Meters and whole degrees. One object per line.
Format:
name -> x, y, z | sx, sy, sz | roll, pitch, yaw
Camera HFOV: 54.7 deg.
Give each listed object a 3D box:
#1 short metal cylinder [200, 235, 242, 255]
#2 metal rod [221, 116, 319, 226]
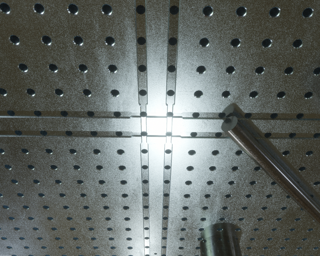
short metal cylinder -> 0.121, 0.256, 0.614 | 0.081, 0.050, 0.079 | 0, 130, 0
metal rod -> 0.191, 0.079, 0.480 | 0.025, 0.025, 0.301 | -34, 123, 25
